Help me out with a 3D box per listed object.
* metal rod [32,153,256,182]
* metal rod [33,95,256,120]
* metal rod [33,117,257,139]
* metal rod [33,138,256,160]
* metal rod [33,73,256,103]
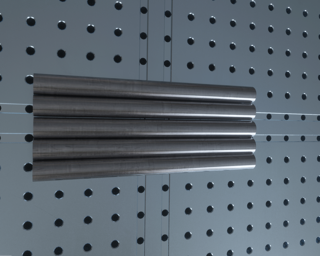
[{"bbox_3d":[-0.006,0.050,0.411,0.303,0.025,0.025,0,90,-21],"label":"metal rod"},{"bbox_3d":[-0.005,-0.025,0.412,0.303,0.025,0.025,0,90,-21],"label":"metal rod"},{"bbox_3d":[-0.005,0.001,0.412,0.303,0.025,0.025,0,90,-21],"label":"metal rod"},{"bbox_3d":[-0.005,0.026,0.411,0.303,0.025,0.025,0,90,-21],"label":"metal rod"},{"bbox_3d":[-0.005,-0.050,0.412,0.303,0.025,0.025,0,90,-21],"label":"metal rod"}]
